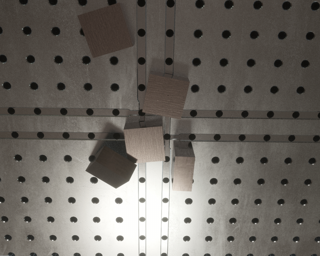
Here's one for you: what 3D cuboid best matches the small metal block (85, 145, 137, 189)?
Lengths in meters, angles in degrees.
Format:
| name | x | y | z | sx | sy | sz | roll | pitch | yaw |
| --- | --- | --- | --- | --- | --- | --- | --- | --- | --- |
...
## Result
| name | x | y | z | sx | sy | sz | roll | pitch | yaw |
| --- | --- | --- | --- | --- | --- | --- | --- | --- | --- |
| small metal block | -0.067 | 0.054 | 0.418 | 0.050 | 0.025 | 0.050 | 34 | 147 | -12 |

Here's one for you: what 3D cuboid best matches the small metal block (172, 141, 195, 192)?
| name | x | y | z | sx | sy | sz | roll | pitch | yaw |
| --- | --- | --- | --- | --- | --- | --- | --- | --- | --- |
| small metal block | 0.030 | 0.051 | 0.419 | 0.025 | 0.050 | 0.050 | 3 | 110 | -2 |

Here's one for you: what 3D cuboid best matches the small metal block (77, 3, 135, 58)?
| name | x | y | z | sx | sy | sz | roll | pitch | yaw |
| --- | --- | --- | --- | --- | --- | --- | --- | --- | --- |
| small metal block | -0.063 | -0.116 | 0.370 | 0.050 | 0.025 | 0.050 | -16 | 110 | 5 |

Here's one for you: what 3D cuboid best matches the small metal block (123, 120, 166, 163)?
| name | x | y | z | sx | sy | sz | roll | pitch | yaw |
| --- | --- | --- | --- | --- | --- | --- | --- | --- | --- |
| small metal block | -0.020 | 0.019 | 0.420 | 0.050 | 0.025 | 0.050 | -5 | 110 | 1 |

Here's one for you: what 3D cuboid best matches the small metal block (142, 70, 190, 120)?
| name | x | y | z | sx | sy | sz | roll | pitch | yaw |
| --- | --- | --- | --- | --- | --- | --- | --- | --- | --- |
| small metal block | 0.007 | -0.043 | 0.398 | 0.050 | 0.025 | 0.050 | 11 | 110 | -5 |
